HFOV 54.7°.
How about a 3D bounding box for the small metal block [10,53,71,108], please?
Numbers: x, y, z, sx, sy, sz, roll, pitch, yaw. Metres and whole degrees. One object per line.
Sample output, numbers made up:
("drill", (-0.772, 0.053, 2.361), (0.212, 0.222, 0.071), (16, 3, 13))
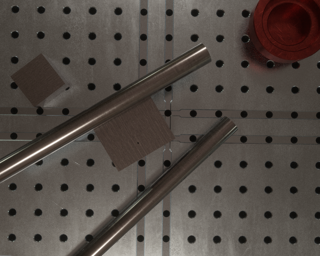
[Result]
("small metal block", (-0.157, -0.062, 0.411), (0.050, 0.025, 0.050), (-37, 90, 0))

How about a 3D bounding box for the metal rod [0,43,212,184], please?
("metal rod", (-0.076, -0.013, 0.362), (0.301, 0.025, 0.025), (-30, 90, 0))

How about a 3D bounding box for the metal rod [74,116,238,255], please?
("metal rod", (-0.015, 0.095, 0.413), (0.300, 0.025, 0.025), (-43, 91, -1))

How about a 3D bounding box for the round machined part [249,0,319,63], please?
("round machined part", (0.166, -0.133, 0.407), (0.099, 0.042, 0.097), (0, 90, -1))

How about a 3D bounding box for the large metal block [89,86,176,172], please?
("large metal block", (-0.036, -0.001, 0.400), (0.080, 0.050, 0.080), (-31, 90, 0))
